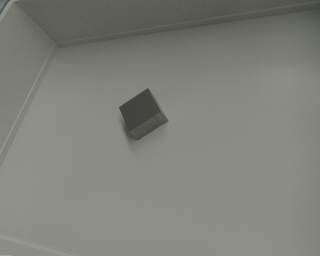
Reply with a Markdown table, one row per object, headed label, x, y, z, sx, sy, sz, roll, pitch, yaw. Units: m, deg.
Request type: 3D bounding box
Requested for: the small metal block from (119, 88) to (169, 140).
| label | x | y | z | sx | sy | sz | roll | pitch | yaw |
| --- | --- | --- | --- | --- | --- | --- | --- | --- | --- |
| small metal block | -0.023 | -0.020 | 0.431 | 0.050 | 0.025 | 0.050 | -33 | 51 | 7 |
